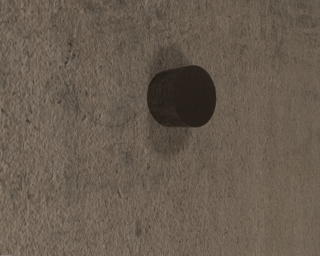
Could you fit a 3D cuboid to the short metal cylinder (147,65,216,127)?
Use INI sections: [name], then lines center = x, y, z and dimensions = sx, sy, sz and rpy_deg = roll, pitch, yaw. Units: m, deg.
[short metal cylinder]
center = 0.030, -0.041, 0.416
dimensions = 0.081, 0.050, 0.079
rpy_deg = 0, 90, -40
